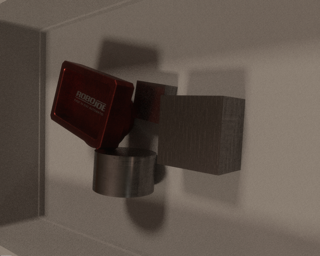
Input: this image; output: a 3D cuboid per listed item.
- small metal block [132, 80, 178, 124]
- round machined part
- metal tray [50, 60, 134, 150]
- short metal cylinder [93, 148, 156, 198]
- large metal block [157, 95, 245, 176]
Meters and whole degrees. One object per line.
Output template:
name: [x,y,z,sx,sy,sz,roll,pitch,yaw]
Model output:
small metal block: [-0.008,-0.034,0.411,0.050,0.025,0.050,15,100,38]
round machined part: [-0.075,-0.019,0.452,0.098,0.042,0.097,-3,85,41]
metal tray: [-0.098,-0.034,0.425,0.130,0.030,0.089,25,103,40]
short metal cylinder: [-0.046,0.055,0.407,0.080,0.081,0.050,7,95,39]
large metal block: [0.046,0.005,0.351,0.080,0.050,0.079,5,94,39]
